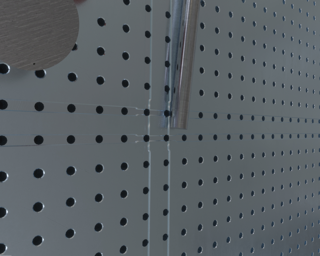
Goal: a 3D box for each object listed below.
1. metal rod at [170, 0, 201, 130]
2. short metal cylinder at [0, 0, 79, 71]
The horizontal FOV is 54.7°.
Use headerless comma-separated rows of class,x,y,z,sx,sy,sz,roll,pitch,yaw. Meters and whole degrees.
metal rod,0.042,-0.147,0.443,0.025,0.025,0.298,10,83,-40
short metal cylinder,-0.120,-0.097,0.273,0.081,0.050,0.079,-23,128,-32
